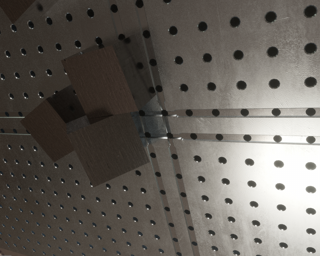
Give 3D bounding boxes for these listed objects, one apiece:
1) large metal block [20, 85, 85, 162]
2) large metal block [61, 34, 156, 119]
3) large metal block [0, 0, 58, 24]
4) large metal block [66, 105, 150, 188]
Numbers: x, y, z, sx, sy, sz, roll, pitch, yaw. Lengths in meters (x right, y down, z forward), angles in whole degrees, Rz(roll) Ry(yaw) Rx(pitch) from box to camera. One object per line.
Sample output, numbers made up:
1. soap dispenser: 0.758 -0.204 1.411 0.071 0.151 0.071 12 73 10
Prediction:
1. large metal block: -0.149 -0.005 0.468 0.080 0.050 0.080 -28 104 37
2. large metal block: -0.062 -0.063 0.388 0.080 0.050 0.080 -7 115 31
3. large metal block: -0.160 -0.183 0.364 0.080 0.050 0.080 -23 107 36
4. large metal block: -0.070 0.020 0.416 0.080 0.050 0.080 -24 112 -10
